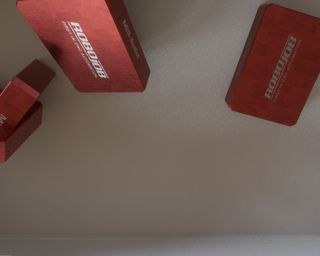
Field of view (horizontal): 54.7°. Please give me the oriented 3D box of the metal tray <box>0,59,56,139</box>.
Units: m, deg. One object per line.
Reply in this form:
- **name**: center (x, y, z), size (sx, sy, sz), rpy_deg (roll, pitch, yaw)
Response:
- **metal tray**: center (-0.182, -0.015, 0.367), size (0.030, 0.090, 0.130), rpy_deg (39, 105, -21)

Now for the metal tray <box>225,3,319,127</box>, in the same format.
- **metal tray**: center (0.145, -0.075, 0.382), size (0.091, 0.030, 0.129), rpy_deg (15, 109, -6)

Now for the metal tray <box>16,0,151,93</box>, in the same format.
- **metal tray**: center (-0.072, -0.090, 0.325), size (0.090, 0.030, 0.130), rpy_deg (2, 147, 18)

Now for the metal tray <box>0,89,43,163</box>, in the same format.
- **metal tray**: center (-0.215, -0.016, 0.349), size (0.131, 0.090, 0.030), rpy_deg (18, 123, -1)
